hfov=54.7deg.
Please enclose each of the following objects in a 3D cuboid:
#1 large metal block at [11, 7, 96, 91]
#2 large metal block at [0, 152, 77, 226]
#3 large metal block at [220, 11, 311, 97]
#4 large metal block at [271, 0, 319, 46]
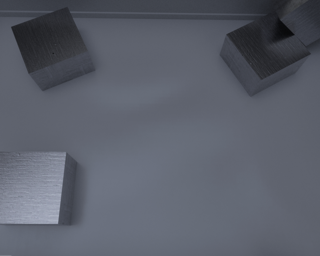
[{"bbox_3d":[-0.148,-0.110,0.436,0.080,0.050,0.080,-24,72,-9],"label":"large metal block"},{"bbox_3d":[-0.149,0.073,0.368,0.081,0.050,0.080,0,70,0],"label":"large metal block"},{"bbox_3d":[0.144,-0.103,0.435,0.080,0.050,0.080,-28,73,-10],"label":"large metal block"},{"bbox_3d":[0.203,-0.165,0.403,0.080,0.080,0.050,19,51,-41],"label":"large metal block"}]
